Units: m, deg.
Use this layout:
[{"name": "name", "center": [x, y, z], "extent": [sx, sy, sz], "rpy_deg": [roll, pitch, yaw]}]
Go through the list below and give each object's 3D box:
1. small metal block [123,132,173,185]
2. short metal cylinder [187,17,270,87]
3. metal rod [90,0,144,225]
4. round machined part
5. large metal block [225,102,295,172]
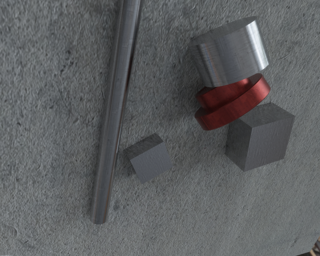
[{"name": "small metal block", "center": [-0.015, 0.042, 0.426], "extent": [0.050, 0.025, 0.050], "rpy_deg": [-28, 128, -11]}, {"name": "short metal cylinder", "center": [0.078, -0.087, 0.354], "extent": [0.080, 0.080, 0.050], "rpy_deg": [-29, 110, -11]}, {"name": "metal rod", "center": [-0.058, -0.003, 0.374], "extent": [0.025, 0.025, 0.298], "rpy_deg": [-2, 120, -28]}, {"name": "round machined part", "center": [0.084, -0.042, 0.391], "extent": [0.098, 0.098, 0.042], "rpy_deg": [-36, 99, -5]}, {"name": "large metal block", "center": [0.154, 0.013, 0.486], "extent": [0.081, 0.050, 0.079], "rpy_deg": [-14, 124, -21]}]
